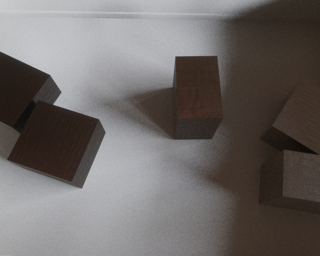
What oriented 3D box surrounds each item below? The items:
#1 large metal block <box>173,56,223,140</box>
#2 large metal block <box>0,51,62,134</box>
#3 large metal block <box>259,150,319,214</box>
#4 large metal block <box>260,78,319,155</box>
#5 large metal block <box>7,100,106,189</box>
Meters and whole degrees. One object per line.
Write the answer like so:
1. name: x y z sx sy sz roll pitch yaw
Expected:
1. large metal block: 0.044 -0.035 0.394 0.050 0.080 0.080 -1 70 -1
2. large metal block: -0.194 -0.043 0.410 0.080 0.050 0.080 25 72 8
3. large metal block: 0.168 0.066 0.359 0.080 0.080 0.050 9 70 3
4. large metal block: 0.191 -0.003 0.400 0.080 0.050 0.080 34 73 11
5. large metal block: -0.124 0.021 0.387 0.080 0.050 0.080 18 71 6
